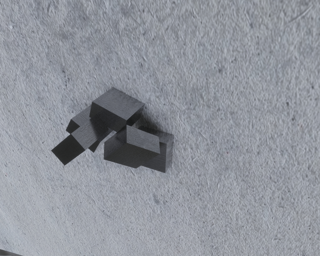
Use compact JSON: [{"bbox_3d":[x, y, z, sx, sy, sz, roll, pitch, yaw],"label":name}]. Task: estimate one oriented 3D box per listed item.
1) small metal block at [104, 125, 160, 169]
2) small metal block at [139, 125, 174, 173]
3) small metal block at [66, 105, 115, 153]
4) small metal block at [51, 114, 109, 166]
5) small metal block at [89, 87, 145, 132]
[{"bbox_3d":[-0.036,0.025,0.393,0.050,0.025,0.050,22,139,-35],"label":"small metal block"},{"bbox_3d":[-0.010,0.029,0.430,0.050,0.025,0.050,15,125,19],"label":"small metal block"},{"bbox_3d":[-0.095,-0.001,0.440,0.050,0.050,0.025,39,129,2],"label":"small metal block"},{"bbox_3d":[-0.099,0.015,0.387,0.050,0.050,0.025,-33,100,38],"label":"small metal block"},{"bbox_3d":[-0.055,-0.024,0.405,0.050,0.050,0.025,28,128,10],"label":"small metal block"}]
